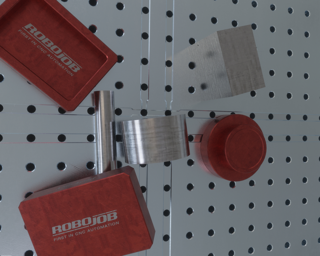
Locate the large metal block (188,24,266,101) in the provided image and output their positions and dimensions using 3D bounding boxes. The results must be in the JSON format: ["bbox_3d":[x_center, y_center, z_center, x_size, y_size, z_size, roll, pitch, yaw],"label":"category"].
[{"bbox_3d":[0.086,-0.083,0.415,0.050,0.080,0.080,-17,96,-19],"label":"large metal block"}]

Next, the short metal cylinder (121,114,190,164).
[{"bbox_3d":[-0.006,0.012,0.382,0.081,0.080,0.050,-8,93,-20],"label":"short metal cylinder"}]

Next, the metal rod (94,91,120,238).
[{"bbox_3d":[-0.064,0.103,0.389,0.025,0.025,0.298,-3,91,-20],"label":"metal rod"}]

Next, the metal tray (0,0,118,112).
[{"bbox_3d":[-0.127,-0.092,0.362,0.130,0.030,0.090,41,77,-16],"label":"metal tray"}]

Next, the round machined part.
[{"bbox_3d":[0.112,0.029,0.445,0.099,0.042,0.097,0,90,-20],"label":"round machined part"}]

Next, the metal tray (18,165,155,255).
[{"bbox_3d":[-0.081,0.104,0.352,0.131,0.030,0.090,-17,97,6],"label":"metal tray"}]
